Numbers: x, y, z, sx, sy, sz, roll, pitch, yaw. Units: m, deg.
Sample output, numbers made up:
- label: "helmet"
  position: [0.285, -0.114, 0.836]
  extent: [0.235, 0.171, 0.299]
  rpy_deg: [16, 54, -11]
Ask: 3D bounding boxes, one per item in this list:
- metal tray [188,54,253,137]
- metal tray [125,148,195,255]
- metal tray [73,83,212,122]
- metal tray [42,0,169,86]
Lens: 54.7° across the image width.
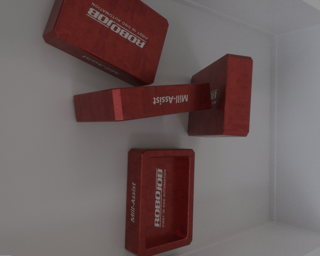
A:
- label: "metal tray"
  position: [0.072, -0.034, 0.398]
  extent: [0.030, 0.130, 0.089]
  rpy_deg: [5, 87, -12]
- label: "metal tray"
  position: [0.002, 0.092, 0.404]
  extent: [0.091, 0.030, 0.129]
  rpy_deg: [3, 88, -40]
- label: "metal tray"
  position: [-0.017, -0.029, 0.349]
  extent: [0.131, 0.090, 0.030]
  rpy_deg: [-10, 97, -40]
- label: "metal tray"
  position: [-0.055, -0.113, 0.357]
  extent: [0.131, 0.030, 0.090]
  rpy_deg: [23, 76, -38]
